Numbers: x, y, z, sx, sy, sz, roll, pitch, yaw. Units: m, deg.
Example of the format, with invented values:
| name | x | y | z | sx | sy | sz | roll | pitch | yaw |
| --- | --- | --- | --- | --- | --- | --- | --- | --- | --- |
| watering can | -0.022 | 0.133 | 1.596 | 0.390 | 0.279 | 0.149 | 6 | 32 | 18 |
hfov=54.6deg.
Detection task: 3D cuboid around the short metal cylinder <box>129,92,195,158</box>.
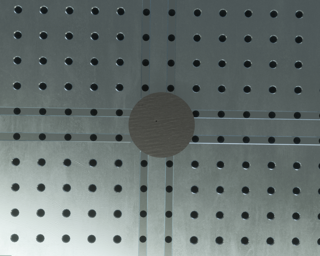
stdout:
| name | x | y | z | sx | sy | sz | roll | pitch | yaw |
| --- | --- | --- | --- | --- | --- | --- | --- | --- | --- |
| short metal cylinder | 0.002 | -0.004 | 0.401 | 0.080 | 0.050 | 0.080 | 0 | 90 | 0 |
